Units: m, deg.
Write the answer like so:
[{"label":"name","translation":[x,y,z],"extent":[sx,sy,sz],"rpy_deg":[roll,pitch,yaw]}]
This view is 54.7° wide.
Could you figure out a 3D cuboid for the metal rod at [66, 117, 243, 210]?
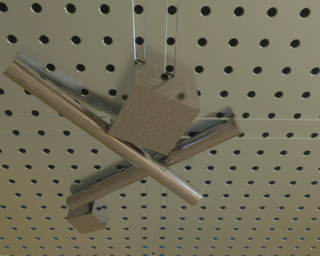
[{"label":"metal rod","translation":[-0.021,0.060,0.462],"extent":[0.300,0.025,0.025],"rpy_deg":[-27,125,21]}]

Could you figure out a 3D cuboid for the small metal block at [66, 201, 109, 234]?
[{"label":"small metal block","translation":[-0.127,0.158,0.545],"extent":[0.050,0.025,0.050],"rpy_deg":[-18,128,14]}]

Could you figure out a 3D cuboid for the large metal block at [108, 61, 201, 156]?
[{"label":"large metal block","translation":[-0.008,-0.022,0.377],"extent":[0.080,0.050,0.080],"rpy_deg":[21,127,-18]}]

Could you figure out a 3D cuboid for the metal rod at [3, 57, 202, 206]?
[{"label":"metal rod","translation":[-0.058,0.016,0.402],"extent":[0.301,0.025,0.025],"rpy_deg":[38,120,-21]}]
